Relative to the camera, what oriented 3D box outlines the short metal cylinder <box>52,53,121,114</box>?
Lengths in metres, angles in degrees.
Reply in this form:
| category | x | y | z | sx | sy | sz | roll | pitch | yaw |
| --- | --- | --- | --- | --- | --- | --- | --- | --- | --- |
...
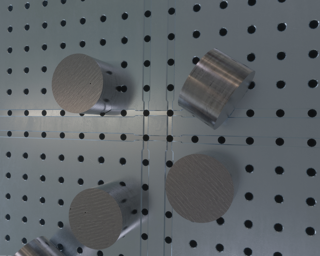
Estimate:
| category | x | y | z | sx | sy | sz | roll | pitch | yaw |
| --- | --- | --- | --- | --- | --- | --- | --- | --- | --- |
| short metal cylinder | -0.102 | -0.059 | 0.435 | 0.080 | 0.050 | 0.079 | 0 | 90 | 20 |

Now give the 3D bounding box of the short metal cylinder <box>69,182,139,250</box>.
| category | x | y | z | sx | sy | sz | roll | pitch | yaw |
| --- | --- | --- | --- | --- | --- | --- | --- | --- | --- |
| short metal cylinder | -0.076 | 0.118 | 0.426 | 0.080 | 0.050 | 0.080 | 0 | 90 | 20 |

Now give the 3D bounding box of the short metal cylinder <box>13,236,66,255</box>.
| category | x | y | z | sx | sy | sz | roll | pitch | yaw |
| --- | --- | --- | --- | --- | --- | --- | --- | --- | --- |
| short metal cylinder | -0.179 | 0.205 | 0.447 | 0.050 | 0.080 | 0.080 | 35 | 101 | 16 |

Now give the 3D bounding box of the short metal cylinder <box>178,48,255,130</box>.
| category | x | y | z | sx | sy | sz | roll | pitch | yaw |
| --- | --- | --- | --- | --- | --- | --- | --- | --- | --- |
| short metal cylinder | 0.066 | -0.045 | 0.360 | 0.050 | 0.080 | 0.080 | 36 | 102 | 16 |

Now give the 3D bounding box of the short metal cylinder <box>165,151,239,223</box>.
| category | x | y | z | sx | sy | sz | roll | pitch | yaw |
| --- | --- | --- | --- | --- | --- | --- | --- | --- | --- |
| short metal cylinder | 0.053 | 0.069 | 0.381 | 0.080 | 0.050 | 0.079 | 0 | 90 | 20 |
